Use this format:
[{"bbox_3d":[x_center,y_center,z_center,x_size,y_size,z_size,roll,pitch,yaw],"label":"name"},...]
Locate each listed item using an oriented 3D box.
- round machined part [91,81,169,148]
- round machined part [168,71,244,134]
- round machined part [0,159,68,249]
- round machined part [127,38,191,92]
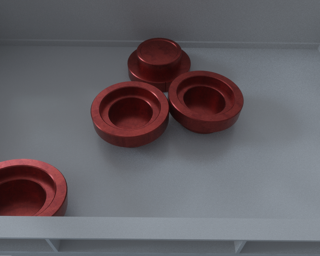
[{"bbox_3d":[-0.037,-0.013,0.405,0.099,0.042,0.098,0,50,0],"label":"round machined part"},{"bbox_3d":[0.058,-0.031,0.418,0.099,0.042,0.098,3,49,-3],"label":"round machined part"},{"bbox_3d":[-0.145,0.079,0.314,0.099,0.042,0.098,7,35,-5],"label":"round machined part"},{"bbox_3d":[-0.001,-0.104,0.481,0.099,0.042,0.098,0,50,0],"label":"round machined part"}]
